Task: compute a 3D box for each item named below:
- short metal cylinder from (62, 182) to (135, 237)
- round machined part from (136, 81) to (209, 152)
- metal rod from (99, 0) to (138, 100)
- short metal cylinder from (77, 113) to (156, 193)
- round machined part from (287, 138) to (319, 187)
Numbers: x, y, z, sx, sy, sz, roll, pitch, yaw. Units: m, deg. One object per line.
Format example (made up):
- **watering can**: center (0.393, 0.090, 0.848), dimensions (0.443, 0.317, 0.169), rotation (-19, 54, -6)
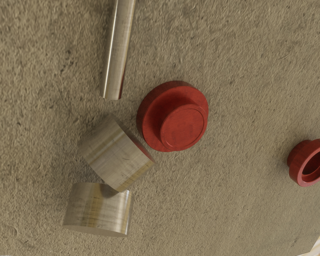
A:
- **short metal cylinder**: center (-0.075, 0.104, 0.388), dimensions (0.080, 0.050, 0.080), rotation (6, 154, 3)
- **round machined part**: center (0.022, -0.009, 0.404), dimensions (0.099, 0.042, 0.097), rotation (-14, 125, -21)
- **metal rod**: center (-0.026, -0.168, 0.289), dimensions (0.025, 0.025, 0.298), rotation (-2, 119, -28)
- **short metal cylinder**: center (-0.050, 0.028, 0.363), dimensions (0.050, 0.080, 0.080), rotation (-41, 130, 0)
- **round machined part**: center (0.285, 0.061, 0.593), dimensions (0.099, 0.042, 0.097), rotation (-14, 125, -21)
